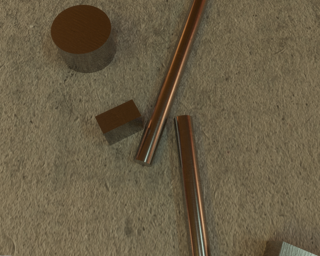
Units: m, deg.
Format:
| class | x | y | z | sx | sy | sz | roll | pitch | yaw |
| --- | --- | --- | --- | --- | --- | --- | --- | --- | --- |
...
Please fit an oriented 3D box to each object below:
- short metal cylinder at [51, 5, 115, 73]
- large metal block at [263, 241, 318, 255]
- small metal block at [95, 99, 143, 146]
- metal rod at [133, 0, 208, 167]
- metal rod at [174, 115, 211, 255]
| class | x | y | z | sx | sy | sz | roll | pitch | yaw |
| --- | --- | --- | --- | --- | --- | --- | --- | --- | --- |
| short metal cylinder | -0.106 | -0.125 | 0.439 | 0.081 | 0.050 | 0.080 | 0 | 70 | 0 |
| large metal block | 0.151 | 0.177 | 0.332 | 0.080 | 0.050 | 0.080 | 22 | 71 | 7 |
| small metal block | -0.050 | -0.006 | 0.396 | 0.050 | 0.050 | 0.025 | -26 | 73 | -10 |
| metal rod | 0.024 | -0.089 | 0.440 | 0.025 | 0.025 | 0.299 | 17 | 71 | 6 |
| metal rod | 0.044 | 0.127 | 0.362 | 0.025 | 0.025 | 0.299 | -5 | 70 | -2 |
